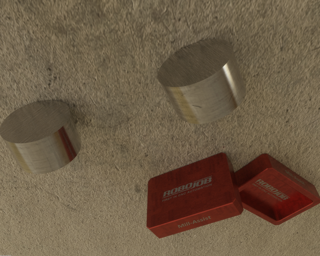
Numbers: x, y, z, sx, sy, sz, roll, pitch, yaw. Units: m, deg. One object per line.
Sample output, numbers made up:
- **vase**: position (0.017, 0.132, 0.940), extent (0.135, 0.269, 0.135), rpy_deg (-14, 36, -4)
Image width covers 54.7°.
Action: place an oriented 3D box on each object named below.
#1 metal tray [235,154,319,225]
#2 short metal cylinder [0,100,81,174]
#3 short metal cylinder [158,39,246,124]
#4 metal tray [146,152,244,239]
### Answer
- **metal tray**: position (0.177, 0.102, 0.491), extent (0.131, 0.030, 0.090), rpy_deg (31, 123, -24)
- **short metal cylinder**: position (-0.143, 0.009, 0.378), extent (0.080, 0.080, 0.050), rpy_deg (-5, 130, 4)
- **short metal cylinder**: position (0.045, -0.050, 0.329), extent (0.080, 0.080, 0.050), rpy_deg (-19, 128, 15)
- **metal tray**: position (0.045, 0.096, 0.446), extent (0.130, 0.090, 0.030), rpy_deg (-23, 127, 18)
